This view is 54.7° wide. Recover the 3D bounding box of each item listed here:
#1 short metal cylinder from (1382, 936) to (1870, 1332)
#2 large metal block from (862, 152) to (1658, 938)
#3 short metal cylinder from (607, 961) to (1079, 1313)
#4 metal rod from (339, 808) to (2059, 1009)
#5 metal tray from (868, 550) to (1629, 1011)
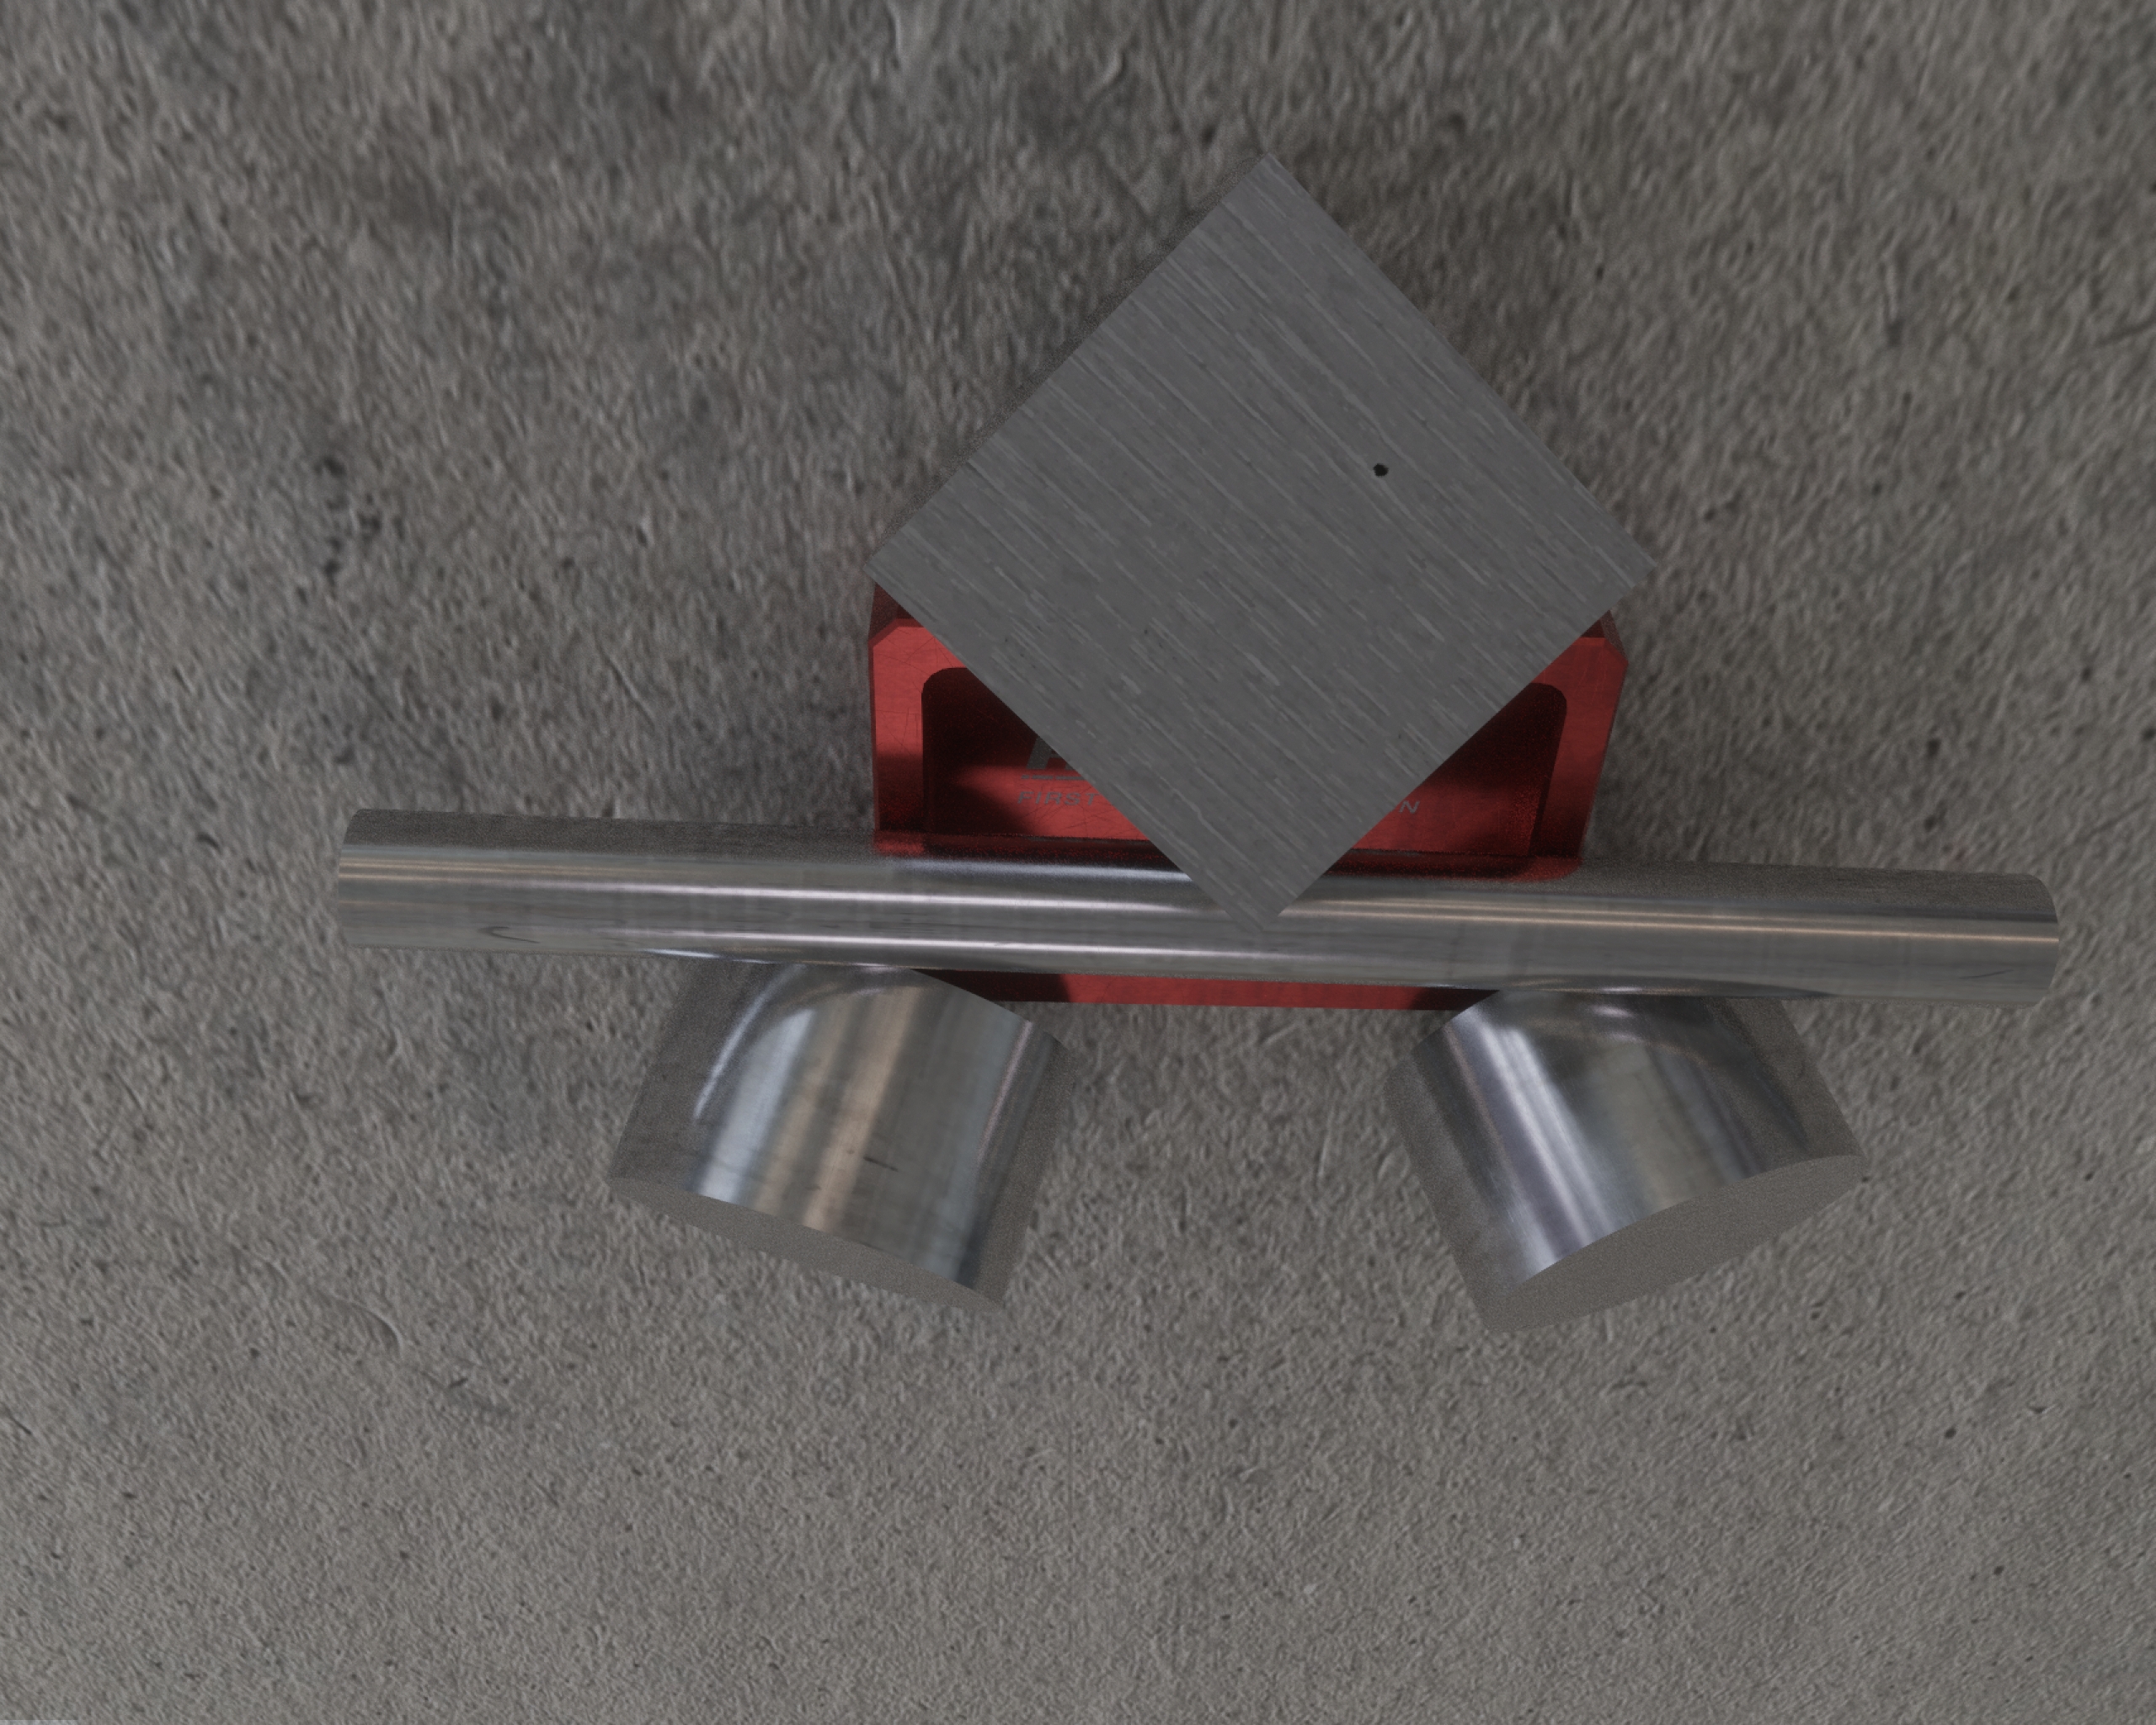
[{"bbox_3d":[0.108,0.054,0.418,0.081,0.050,0.080,-17,154,-8],"label":"short metal cylinder"},{"bbox_3d":[0.026,-0.050,0.322,0.080,0.050,0.080,43,102,-12],"label":"large metal block"},{"bbox_3d":[-0.046,0.052,0.412,0.080,0.050,0.080,16,162,6],"label":"short metal cylinder"},{"bbox_3d":[0.023,0.009,0.377,0.302,0.025,0.025,2,130,-2],"label":"metal rod"},{"bbox_3d":[0.028,-0.015,0.394,0.131,0.030,0.089,1,130,-2],"label":"metal tray"}]
